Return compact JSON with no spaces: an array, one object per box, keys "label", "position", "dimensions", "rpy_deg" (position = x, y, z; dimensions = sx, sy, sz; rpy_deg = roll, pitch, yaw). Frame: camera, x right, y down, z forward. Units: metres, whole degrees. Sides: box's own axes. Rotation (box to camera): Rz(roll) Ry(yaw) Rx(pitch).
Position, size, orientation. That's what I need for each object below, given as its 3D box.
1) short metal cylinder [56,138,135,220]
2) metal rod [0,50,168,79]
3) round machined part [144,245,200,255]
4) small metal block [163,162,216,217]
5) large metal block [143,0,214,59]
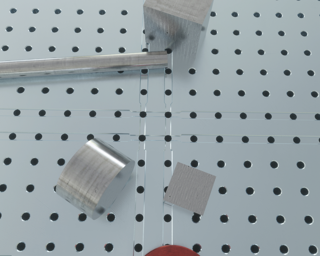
[{"label":"short metal cylinder","position":[-0.073,0.058,0.360],"dimensions":[0.050,0.080,0.080],"rpy_deg":[32,73,10]},{"label":"metal rod","position":[-0.140,-0.089,0.442],"dimensions":[0.302,0.025,0.025],"rpy_deg":[-4,70,-2]},{"label":"round machined part","position":[0.014,0.180,0.337],"dimensions":[0.099,0.042,0.098],"rpy_deg":[0,70,-1]},{"label":"small metal block","position":[0.036,0.076,0.384],"dimensions":[0.050,0.025,0.050],"rpy_deg":[20,71,7]},{"label":"large metal block","position":[0.025,-0.152,0.438],"dimensions":[0.080,0.080,0.050],"rpy_deg":[21,71,7]}]
